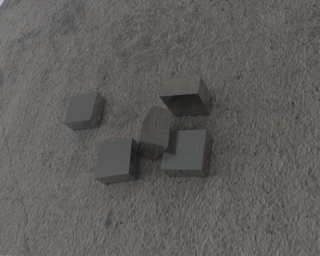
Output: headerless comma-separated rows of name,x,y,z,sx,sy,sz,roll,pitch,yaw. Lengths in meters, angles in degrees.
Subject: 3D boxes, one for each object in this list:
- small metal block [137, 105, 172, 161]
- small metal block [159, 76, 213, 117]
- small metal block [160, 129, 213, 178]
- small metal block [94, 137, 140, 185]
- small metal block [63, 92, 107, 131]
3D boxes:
small metal block,-0.007,0.007,0.385,0.025,0.050,0.050,14,61,-12
small metal block,0.034,-0.039,0.393,0.050,0.050,0.025,-1,61,27
small metal block,0.032,0.031,0.368,0.050,0.025,0.050,-3,60,26
small metal block,-0.054,0.044,0.406,0.050,0.025,0.050,-11,57,22
small metal block,-0.115,-0.026,0.480,0.050,0.025,0.050,-6,59,25
